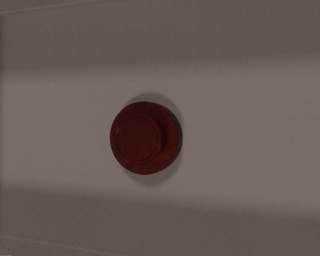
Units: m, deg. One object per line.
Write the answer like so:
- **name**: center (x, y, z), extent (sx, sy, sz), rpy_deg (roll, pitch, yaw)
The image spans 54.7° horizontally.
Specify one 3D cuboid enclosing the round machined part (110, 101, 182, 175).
- **round machined part**: center (-0.023, 0.013, 0.409), extent (0.098, 0.042, 0.097), rpy_deg (0, 90, 19)
